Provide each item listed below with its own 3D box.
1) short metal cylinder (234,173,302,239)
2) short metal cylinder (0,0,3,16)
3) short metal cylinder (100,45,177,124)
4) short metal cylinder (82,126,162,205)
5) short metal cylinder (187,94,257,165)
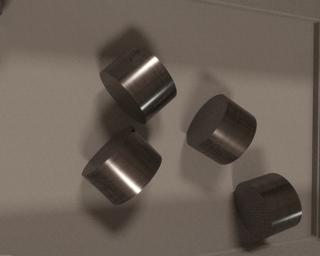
[{"bbox_3d":[0.150,0.109,0.439,0.050,0.080,0.080,-13,95,-20],"label":"short metal cylinder"},{"bbox_3d":[-0.204,-0.141,0.306,0.081,0.080,0.050,-8,93,-20],"label":"short metal cylinder"},{"bbox_3d":[-0.026,-0.051,0.372,0.050,0.080,0.080,-43,104,-15],"label":"short metal cylinder"},{"bbox_3d":[-0.045,0.043,0.366,0.080,0.080,0.050,-46,105,-14],"label":"short metal cylinder"},{"bbox_3d":[0.080,0.002,0.412,0.050,0.080,0.080,32,79,-18],"label":"short metal cylinder"}]
